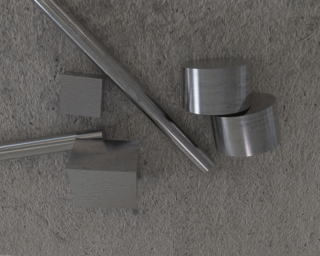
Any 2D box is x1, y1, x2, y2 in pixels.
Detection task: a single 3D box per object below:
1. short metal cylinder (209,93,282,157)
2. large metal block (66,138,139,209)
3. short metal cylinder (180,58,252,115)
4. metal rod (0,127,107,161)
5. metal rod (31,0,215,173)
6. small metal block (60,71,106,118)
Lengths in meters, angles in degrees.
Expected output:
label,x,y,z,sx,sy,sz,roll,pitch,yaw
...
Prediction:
label,x,y,z,sx,sy,sz,roll,pitch,yaw
short metal cylinder,0.103,-0.006,0.379,0.080,0.080,0.050,-14,110,5
large metal block,-0.069,0.061,0.403,0.081,0.050,0.079,3,134,-2
short metal cylinder,0.065,-0.051,0.362,0.080,0.080,0.050,-4,110,1
metal rod,-0.223,0.033,0.419,0.302,0.025,0.025,-8,110,3
metal rod,-0.036,-0.050,0.390,0.025,0.025,0.300,-41,106,13
small metal block,-0.098,-0.043,0.393,0.050,0.025,0.050,6,110,-3
